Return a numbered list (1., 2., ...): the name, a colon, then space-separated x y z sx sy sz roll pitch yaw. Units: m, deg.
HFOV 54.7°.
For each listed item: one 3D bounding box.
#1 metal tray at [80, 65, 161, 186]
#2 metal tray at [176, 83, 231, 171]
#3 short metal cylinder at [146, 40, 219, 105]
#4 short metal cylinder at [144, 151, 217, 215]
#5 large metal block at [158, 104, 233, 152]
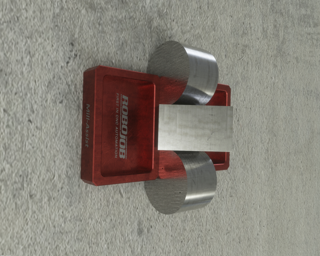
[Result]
1. metal tray: -0.044 -0.002 0.366 0.091 0.030 0.129 2 89 -40
2. metal tray: 0.064 -0.002 0.457 0.091 0.030 0.129 2 89 -40
3. short metal cylinder: 0.027 -0.065 0.392 0.050 0.080 0.080 3 89 -40
4. short metal cylinder: 0.024 0.065 0.391 0.050 0.080 0.080 3 89 -40
5. large metal block: 0.039 0.000 0.376 0.081 0.080 0.050 2 90 0
